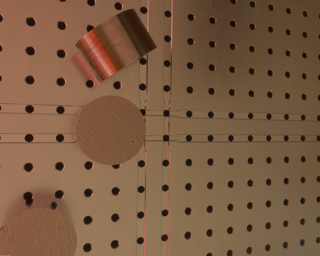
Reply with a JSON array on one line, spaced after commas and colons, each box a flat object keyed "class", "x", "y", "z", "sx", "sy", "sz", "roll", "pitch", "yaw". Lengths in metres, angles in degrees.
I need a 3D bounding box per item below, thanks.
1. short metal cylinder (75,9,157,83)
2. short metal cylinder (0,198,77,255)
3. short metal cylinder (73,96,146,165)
[{"class": "short metal cylinder", "x": -0.051, "y": -0.096, "z": 0.365, "sx": 0.080, "sy": 0.080, "sz": 0.050, "roll": -36, "pitch": 102, "yaw": -17}, {"class": "short metal cylinder", "x": -0.138, "y": 0.124, "z": 0.349, "sx": 0.081, "sy": 0.050, "sz": 0.079, "roll": 0, "pitch": 90, "yaw": -21}, {"class": "short metal cylinder", "x": -0.063, "y": 0.003, "z": 0.377, "sx": 0.081, "sy": 0.050, "sz": 0.079, "roll": 0, "pitch": 90, "yaw": -21}]
